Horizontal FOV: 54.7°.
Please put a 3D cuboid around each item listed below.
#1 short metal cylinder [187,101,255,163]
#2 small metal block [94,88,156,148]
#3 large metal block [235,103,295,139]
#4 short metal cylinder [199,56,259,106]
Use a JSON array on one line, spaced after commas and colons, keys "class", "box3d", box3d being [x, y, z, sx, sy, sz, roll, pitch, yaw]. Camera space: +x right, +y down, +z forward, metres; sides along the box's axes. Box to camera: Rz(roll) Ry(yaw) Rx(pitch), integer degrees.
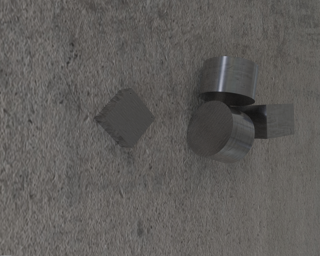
[{"class": "short metal cylinder", "box3d": [0.085, 0.007, 0.440, 0.050, 0.080, 0.080, 19, 78, -39]}, {"class": "small metal block", "box3d": [-0.041, -0.012, 0.370, 0.050, 0.025, 0.050, 52, 60, -28]}, {"class": "large metal block", "box3d": [0.159, -0.012, 0.502, 0.081, 0.080, 0.050, -5, 94, -40]}, {"class": "short metal cylinder", "box3d": [0.100, -0.066, 0.452, 0.081, 0.080, 0.050, 15, 81, -39]}]
